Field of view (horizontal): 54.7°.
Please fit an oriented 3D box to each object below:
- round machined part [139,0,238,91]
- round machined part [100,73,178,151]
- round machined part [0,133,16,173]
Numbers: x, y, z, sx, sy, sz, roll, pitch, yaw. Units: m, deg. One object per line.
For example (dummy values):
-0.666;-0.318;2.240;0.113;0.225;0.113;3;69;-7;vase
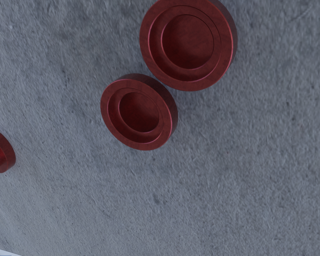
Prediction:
0.032;-0.091;0.322;0.098;0.042;0.097;13;124;20;round machined part
-0.022;-0.023;0.392;0.098;0.042;0.097;13;124;20;round machined part
-0.333;0.048;0.597;0.098;0.042;0.097;13;124;20;round machined part
